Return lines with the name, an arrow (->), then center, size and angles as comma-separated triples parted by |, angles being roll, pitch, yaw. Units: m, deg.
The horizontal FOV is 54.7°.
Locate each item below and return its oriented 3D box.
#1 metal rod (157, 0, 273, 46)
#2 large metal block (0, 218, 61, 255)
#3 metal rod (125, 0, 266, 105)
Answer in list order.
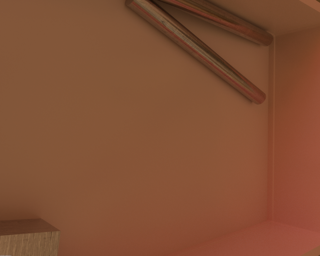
metal rod -> 0.091, -0.167, 0.469 | 0.302, 0.025, 0.025 | 1, 89, -45
large metal block -> -0.142, 0.128, 0.273 | 0.081, 0.050, 0.080 | 11, 83, -40
metal rod -> 0.073, -0.107, 0.470 | 0.301, 0.025, 0.025 | 27, 73, -37
